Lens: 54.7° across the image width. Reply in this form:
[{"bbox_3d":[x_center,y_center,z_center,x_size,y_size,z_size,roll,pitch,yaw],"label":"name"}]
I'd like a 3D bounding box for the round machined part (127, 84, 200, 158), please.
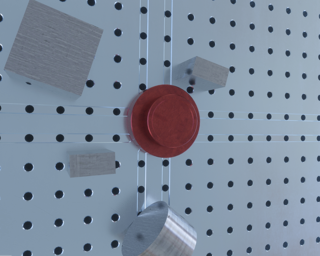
[{"bbox_3d":[0.010,-0.009,0.408,0.099,0.042,0.097,0,90,-21],"label":"round machined part"}]

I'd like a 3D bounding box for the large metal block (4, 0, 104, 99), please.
[{"bbox_3d":[-0.120,-0.085,0.355,0.081,0.050,0.080,19,84,-20],"label":"large metal block"}]

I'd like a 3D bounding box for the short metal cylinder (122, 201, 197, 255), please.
[{"bbox_3d":[-0.001,0.139,0.384,0.050,0.080,0.080,44,76,-15],"label":"short metal cylinder"}]

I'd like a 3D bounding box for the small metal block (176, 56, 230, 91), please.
[{"bbox_3d":[0.057,-0.073,0.422,0.050,0.050,0.025,16,85,-20],"label":"small metal block"}]

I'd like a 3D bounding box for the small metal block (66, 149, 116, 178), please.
[{"bbox_3d":[-0.083,0.041,0.369,0.050,0.050,0.025,-2,91,-20],"label":"small metal block"}]
